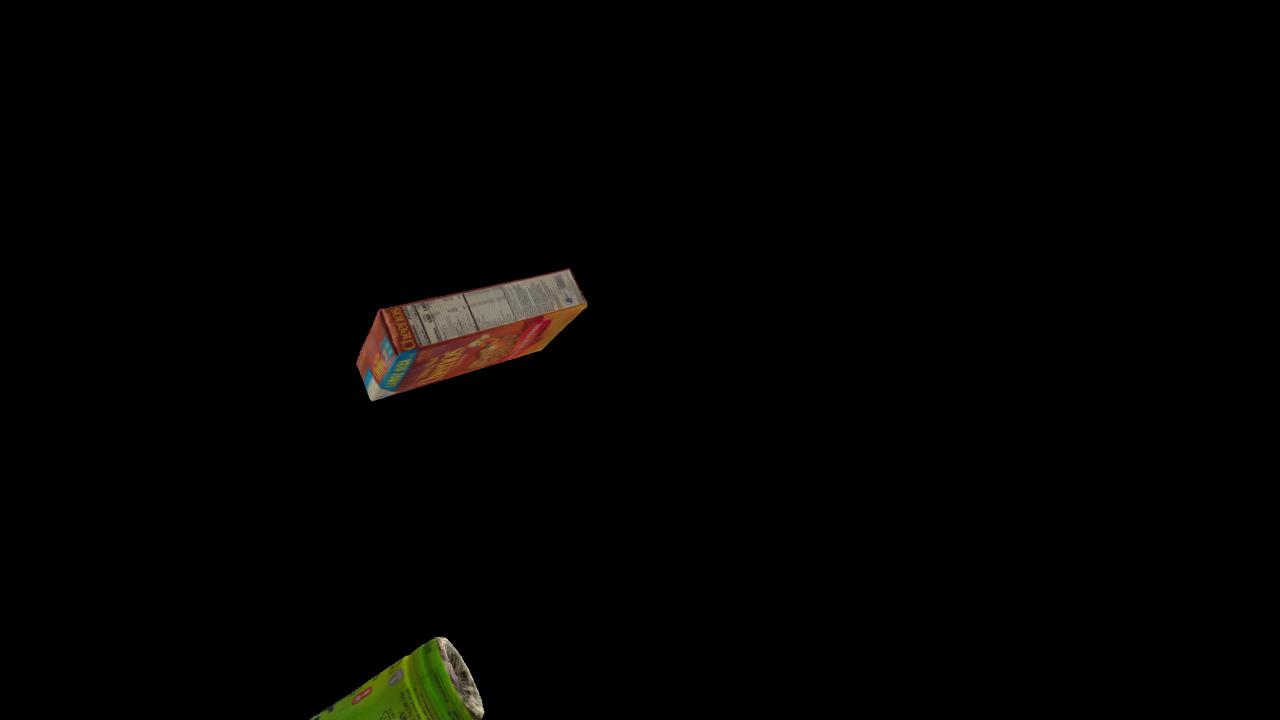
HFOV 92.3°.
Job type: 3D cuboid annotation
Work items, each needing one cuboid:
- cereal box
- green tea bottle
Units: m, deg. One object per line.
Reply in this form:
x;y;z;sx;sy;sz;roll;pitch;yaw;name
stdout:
-0.257;-0.039;0.942;0.306;0.081;0.203;-20;-9;-38;cereal box
-0.216;0.281;0.420;0.212;0.073;0.073;-29;10;-18;green tea bottle
